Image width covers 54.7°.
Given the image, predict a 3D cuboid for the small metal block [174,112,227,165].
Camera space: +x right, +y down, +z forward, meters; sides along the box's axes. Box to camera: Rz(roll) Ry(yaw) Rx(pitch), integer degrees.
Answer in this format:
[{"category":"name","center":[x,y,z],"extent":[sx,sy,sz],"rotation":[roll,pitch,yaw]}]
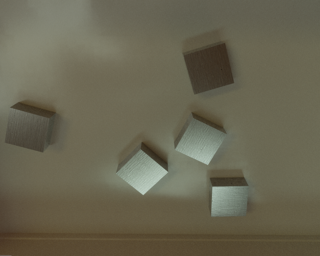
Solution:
[{"category":"small metal block","center":[0.053,0.014,0.417],"extent":[0.050,0.025,0.050],"rotation":[25,108,-9]}]

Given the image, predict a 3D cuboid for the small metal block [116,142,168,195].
[{"category":"small metal block","center":[-0.024,0.057,0.432],"extent":[0.050,0.025,0.050],"rotation":[41,105,-14]}]

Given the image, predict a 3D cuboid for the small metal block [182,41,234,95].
[{"category":"small metal block","center":[0.059,-0.075,0.384],"extent":[0.050,0.025,0.050],"rotation":[-16,110,5]}]

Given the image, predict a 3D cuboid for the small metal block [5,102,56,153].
[{"category":"small metal block","center":[-0.171,-0.001,0.409],"extent":[0.050,0.025,0.050],"rotation":[16,109,-6]}]

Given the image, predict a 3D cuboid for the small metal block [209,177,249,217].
[{"category":"small metal block","center":[0.098,0.100,0.449],"extent":[0.050,0.025,0.050],"rotation":[-1,110,0]}]
